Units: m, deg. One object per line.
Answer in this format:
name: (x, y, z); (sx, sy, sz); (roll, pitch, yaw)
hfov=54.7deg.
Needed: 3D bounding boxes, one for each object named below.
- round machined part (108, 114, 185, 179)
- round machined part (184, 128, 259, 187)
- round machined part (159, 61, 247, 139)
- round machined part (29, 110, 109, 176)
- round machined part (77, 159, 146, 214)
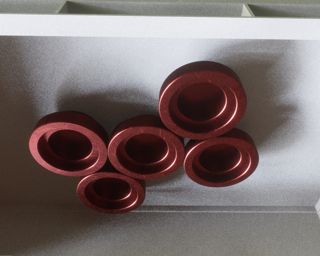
round machined part: (-0.017, 0.021, 0.411); (0.099, 0.042, 0.097); (0, 130, 0)
round machined part: (0.081, 0.034, 0.424); (0.099, 0.042, 0.097); (0, 130, 0)
round machined part: (0.048, -0.036, 0.364); (0.099, 0.042, 0.097); (0, 130, 0)
round machined part: (-0.115, 0.016, 0.407); (0.099, 0.042, 0.097); (0, 130, 0)
round machined part: (-0.070, 0.083, 0.464); (0.099, 0.042, 0.097); (0, 130, 0)
